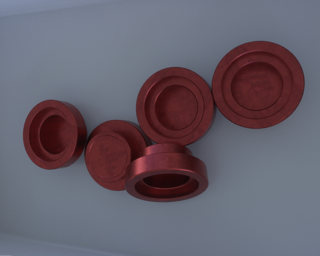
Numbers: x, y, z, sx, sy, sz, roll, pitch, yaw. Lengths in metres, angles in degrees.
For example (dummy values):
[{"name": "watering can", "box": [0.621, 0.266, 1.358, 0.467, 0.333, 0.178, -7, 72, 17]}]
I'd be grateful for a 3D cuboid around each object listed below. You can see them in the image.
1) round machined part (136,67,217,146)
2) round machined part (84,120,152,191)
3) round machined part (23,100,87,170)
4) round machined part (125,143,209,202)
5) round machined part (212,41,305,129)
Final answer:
[{"name": "round machined part", "box": [0.023, -0.025, 0.392, 0.098, 0.042, 0.097, 0, 90, 20]}, {"name": "round machined part", "box": [-0.061, 0.038, 0.422, 0.098, 0.042, 0.097, 0, 90, 19]}, {"name": "round machined part", "box": [-0.146, 0.010, 0.448, 0.098, 0.042, 0.097, -1, 88, 24]}, {"name": "round machined part", "box": [0.008, 0.053, 0.377, 0.098, 0.098, 0.042, -16, 54, 19]}, {"name": "round machined part", "box": [0.113, -0.048, 0.361, 0.098, 0.042, 0.097, 0, 90, 19]}]
